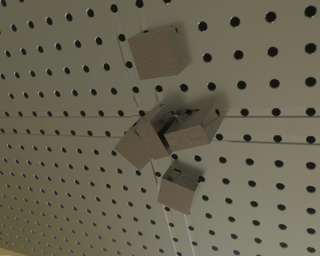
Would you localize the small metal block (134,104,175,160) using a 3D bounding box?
[{"bbox_3d":[0.001,0.004,0.396,0.025,0.050,0.050,-19,109,35],"label":"small metal block"}]

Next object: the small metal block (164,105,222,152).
[{"bbox_3d":[0.040,0.001,0.373,0.050,0.050,0.025,-16,110,34],"label":"small metal block"}]

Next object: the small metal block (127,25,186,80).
[{"bbox_3d":[-0.003,-0.086,0.359,0.050,0.025,0.050,-3,117,29],"label":"small metal block"}]

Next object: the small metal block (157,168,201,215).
[{"bbox_3d":[0.027,0.093,0.453,0.050,0.025,0.050,20,126,16],"label":"small metal block"}]

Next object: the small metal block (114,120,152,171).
[{"bbox_3d":[-0.030,0.025,0.441,0.050,0.025,0.050,41,129,-1],"label":"small metal block"}]
